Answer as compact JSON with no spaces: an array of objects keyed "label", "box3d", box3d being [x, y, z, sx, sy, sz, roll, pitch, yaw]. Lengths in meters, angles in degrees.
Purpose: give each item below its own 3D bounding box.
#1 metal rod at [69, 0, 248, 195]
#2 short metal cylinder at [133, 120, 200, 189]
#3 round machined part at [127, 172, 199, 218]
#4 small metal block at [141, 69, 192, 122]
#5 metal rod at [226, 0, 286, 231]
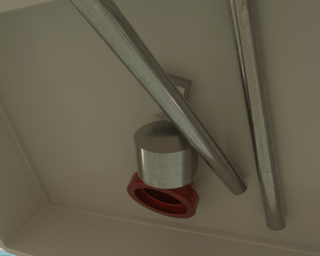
[{"label":"metal rod","box3d":[0.023,-0.011,0.311,0.025,0.025,0.300,-12,137,33]},{"label":"short metal cylinder","box3d":[0.010,0.030,0.385,0.080,0.080,0.050,10,121,23]},{"label":"round machined part","box3d":[0.008,0.084,0.430,0.098,0.042,0.098,16,147,11]},{"label":"small metal block","box3d":[0.007,-0.039,0.380,0.050,0.025,0.050,20,126,15]},{"label":"metal rod","box3d":[0.112,-0.005,0.345,0.025,0.025,0.298,-3,117,29]}]
